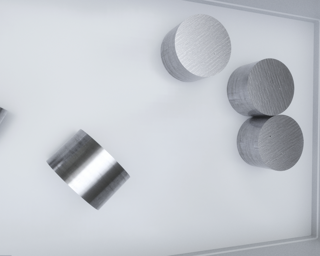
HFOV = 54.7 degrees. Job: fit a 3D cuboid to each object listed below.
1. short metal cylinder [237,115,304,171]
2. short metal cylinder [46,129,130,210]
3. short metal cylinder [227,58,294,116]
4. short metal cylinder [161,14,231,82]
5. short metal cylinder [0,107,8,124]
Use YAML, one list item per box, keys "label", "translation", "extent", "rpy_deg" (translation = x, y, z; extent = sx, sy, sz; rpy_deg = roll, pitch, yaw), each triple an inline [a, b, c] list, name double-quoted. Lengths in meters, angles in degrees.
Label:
- label: "short metal cylinder"
  translation: [0.163, 0.021, 0.459]
  extent: [0.081, 0.050, 0.079]
  rpy_deg: [0, 90, -21]
- label: "short metal cylinder"
  translation: [-0.080, 0.047, 0.352]
  extent: [0.050, 0.080, 0.080]
  rpy_deg: [-46, 105, -14]
- label: "short metal cylinder"
  translation: [0.146, -0.057, 0.453]
  extent: [0.081, 0.050, 0.079]
  rpy_deg: [0, 90, -21]
- label: "short metal cylinder"
  translation: [0.047, -0.105, 0.416]
  extent: [0.081, 0.050, 0.079]
  rpy_deg: [0, 90, -21]
- label: "short metal cylinder"
  translation: [-0.203, -0.015, 0.306]
  extent: [0.080, 0.080, 0.050]
  rpy_deg: [30, 80, -18]
